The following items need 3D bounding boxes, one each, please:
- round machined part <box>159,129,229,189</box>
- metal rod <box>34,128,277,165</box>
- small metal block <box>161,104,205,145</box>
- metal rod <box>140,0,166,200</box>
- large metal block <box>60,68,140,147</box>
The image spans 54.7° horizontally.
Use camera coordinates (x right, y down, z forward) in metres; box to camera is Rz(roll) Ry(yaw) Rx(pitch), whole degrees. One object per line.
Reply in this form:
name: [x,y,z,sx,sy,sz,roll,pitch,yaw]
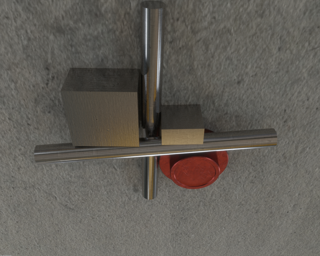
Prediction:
round machined part: [0.048,0.050,0.440,0.099,0.042,0.097,-1,130,0]
metal rod: [-0.003,0.023,0.396,0.302,0.025,0.025,-4,130,-3]
small metal block: [0.027,-0.005,0.388,0.050,0.050,0.025,-1,130,0]
metal rod: [-0.012,-0.008,0.401,0.025,0.025,0.298,1,130,-2]
large metal block: [-0.065,-0.024,0.370,0.081,0.050,0.079,1,130,-1]
